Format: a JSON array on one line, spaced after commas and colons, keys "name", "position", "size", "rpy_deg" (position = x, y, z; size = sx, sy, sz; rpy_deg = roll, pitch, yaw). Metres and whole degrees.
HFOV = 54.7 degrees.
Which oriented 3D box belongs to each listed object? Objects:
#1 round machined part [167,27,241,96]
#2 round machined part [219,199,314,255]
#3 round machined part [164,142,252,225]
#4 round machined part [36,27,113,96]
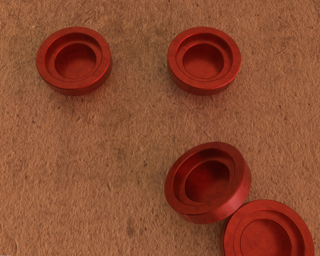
[{"name": "round machined part", "position": [0.059, -0.088, 0.431], "size": [0.099, 0.042, 0.098], "rpy_deg": [0, 70, 0]}, {"name": "round machined part", "position": [0.116, 0.132, 0.350], "size": [0.099, 0.042, 0.098], "rpy_deg": [1, 71, -2]}, {"name": "round machined part", "position": [0.058, 0.067, 0.357], "size": [0.098, 0.042, 0.098], "rpy_deg": [-24, 37, 19]}, {"name": "round machined part", "position": [-0.115, -0.088, 0.430], "size": [0.099, 0.042, 0.098], "rpy_deg": [0, 70, 0]}]
